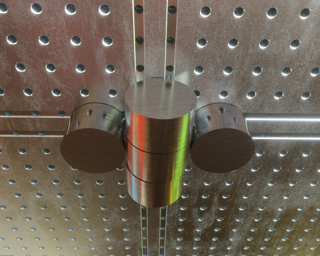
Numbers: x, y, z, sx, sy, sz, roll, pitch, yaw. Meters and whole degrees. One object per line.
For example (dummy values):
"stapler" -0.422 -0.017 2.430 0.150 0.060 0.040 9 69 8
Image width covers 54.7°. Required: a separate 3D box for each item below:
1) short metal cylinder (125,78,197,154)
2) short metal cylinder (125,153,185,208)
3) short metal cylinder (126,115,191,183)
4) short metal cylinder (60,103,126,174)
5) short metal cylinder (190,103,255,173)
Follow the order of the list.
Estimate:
"short metal cylinder" 0.000 -0.016 0.361 0.081 0.080 0.050 2 130 -2
"short metal cylinder" -0.006 0.062 0.427 0.081 0.080 0.050 1 130 -1
"short metal cylinder" -0.002 0.023 0.394 0.081 0.080 0.050 2 130 -2
"short metal cylinder" -0.084 0.014 0.405 0.081 0.050 0.079 0 130 0
"short metal cylinder" 0.078 0.014 0.408 0.081 0.050 0.079 0 130 0
